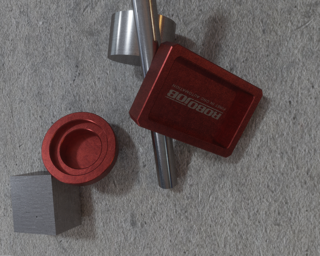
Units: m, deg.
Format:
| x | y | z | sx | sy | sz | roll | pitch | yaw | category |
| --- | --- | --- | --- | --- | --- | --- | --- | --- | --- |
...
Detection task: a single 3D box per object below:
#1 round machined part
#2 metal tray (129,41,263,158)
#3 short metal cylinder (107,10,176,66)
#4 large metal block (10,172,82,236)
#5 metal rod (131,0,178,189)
| x | y | z | sx | sy | sz | roll | pitch | yaw | category |
| --- | --- | --- | --- | --- | --- | --- | --- | --- | --- |
| -0.105 | 0.031 | 0.423 | 0.099 | 0.042 | 0.098 | -1 | 72 | 2 | round machined part |
| 0.043 | -0.028 | 0.346 | 0.090 | 0.131 | 0.030 | -64 | 28 | 9 | metal tray |
| -0.023 | -0.108 | 0.387 | 0.080 | 0.080 | 0.050 | 7 | 93 | 19 | short metal cylinder |
| -0.164 | 0.105 | 0.447 | 0.080 | 0.050 | 0.080 | -6 | 88 | 26 | large metal block |
| -0.007 | -0.062 | 0.345 | 0.025 | 0.025 | 0.298 | 2 | 116 | 20 | metal rod |
